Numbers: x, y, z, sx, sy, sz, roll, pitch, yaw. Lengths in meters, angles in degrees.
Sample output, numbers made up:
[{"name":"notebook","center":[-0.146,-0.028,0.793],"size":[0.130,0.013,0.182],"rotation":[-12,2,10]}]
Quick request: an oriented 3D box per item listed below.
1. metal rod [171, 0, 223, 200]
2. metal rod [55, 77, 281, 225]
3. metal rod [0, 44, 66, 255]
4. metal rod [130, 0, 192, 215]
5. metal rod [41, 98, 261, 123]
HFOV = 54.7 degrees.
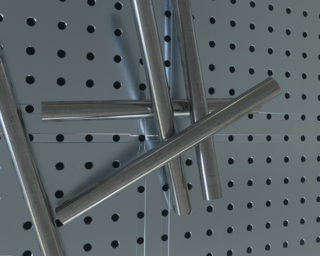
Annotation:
[{"name":"metal rod","center":[0.045,-0.058,0.407],"size":[0.025,0.025,0.298],"rotation":[-6,84,-20]},{"name":"metal rod","center":[0.011,0.027,0.373],"size":[0.301,0.025,0.025],"rotation":[-31,101,-1]},{"name":"metal rod","center":[-0.154,0.042,0.355],"size":[0.025,0.025,0.298],"rotation":[-17,96,-20]},{"name":"metal rod","center":[0.003,-0.027,0.386],"size":[0.025,0.025,0.298],"rotation":[-17,107,-19]},{"name":"metal rod","center":[0.004,-0.026,0.414],"size":[0.303,0.025,0.025],"rotation":[-3,91,-21]}]
